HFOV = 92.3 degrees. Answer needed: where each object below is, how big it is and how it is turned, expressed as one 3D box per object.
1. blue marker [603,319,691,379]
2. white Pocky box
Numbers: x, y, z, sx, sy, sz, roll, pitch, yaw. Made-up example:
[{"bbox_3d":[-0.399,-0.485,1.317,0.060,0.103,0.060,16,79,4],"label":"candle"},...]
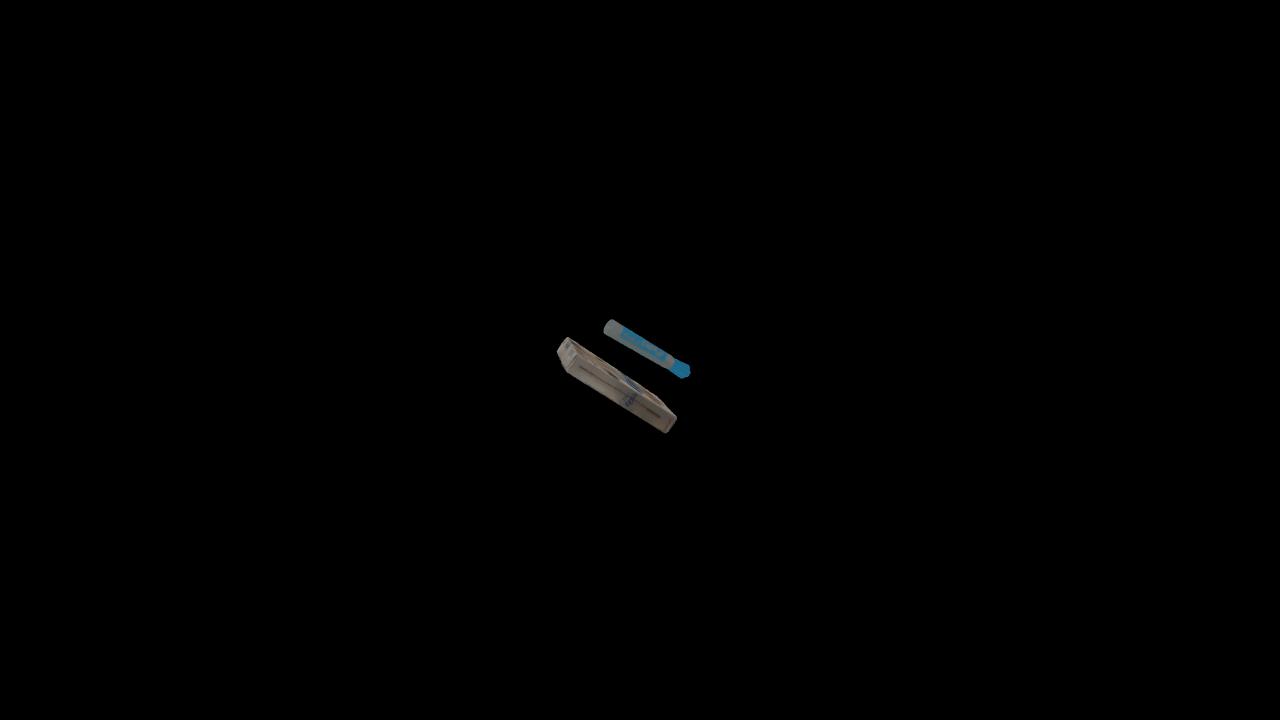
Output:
[{"bbox_3d":[0.011,-0.010,0.711,0.121,0.020,0.020,30,-14,-26],"label":"blue marker"},{"bbox_3d":[-0.030,0.031,0.759,0.154,0.028,0.084,34,4,-22],"label":"white Pocky box"}]
